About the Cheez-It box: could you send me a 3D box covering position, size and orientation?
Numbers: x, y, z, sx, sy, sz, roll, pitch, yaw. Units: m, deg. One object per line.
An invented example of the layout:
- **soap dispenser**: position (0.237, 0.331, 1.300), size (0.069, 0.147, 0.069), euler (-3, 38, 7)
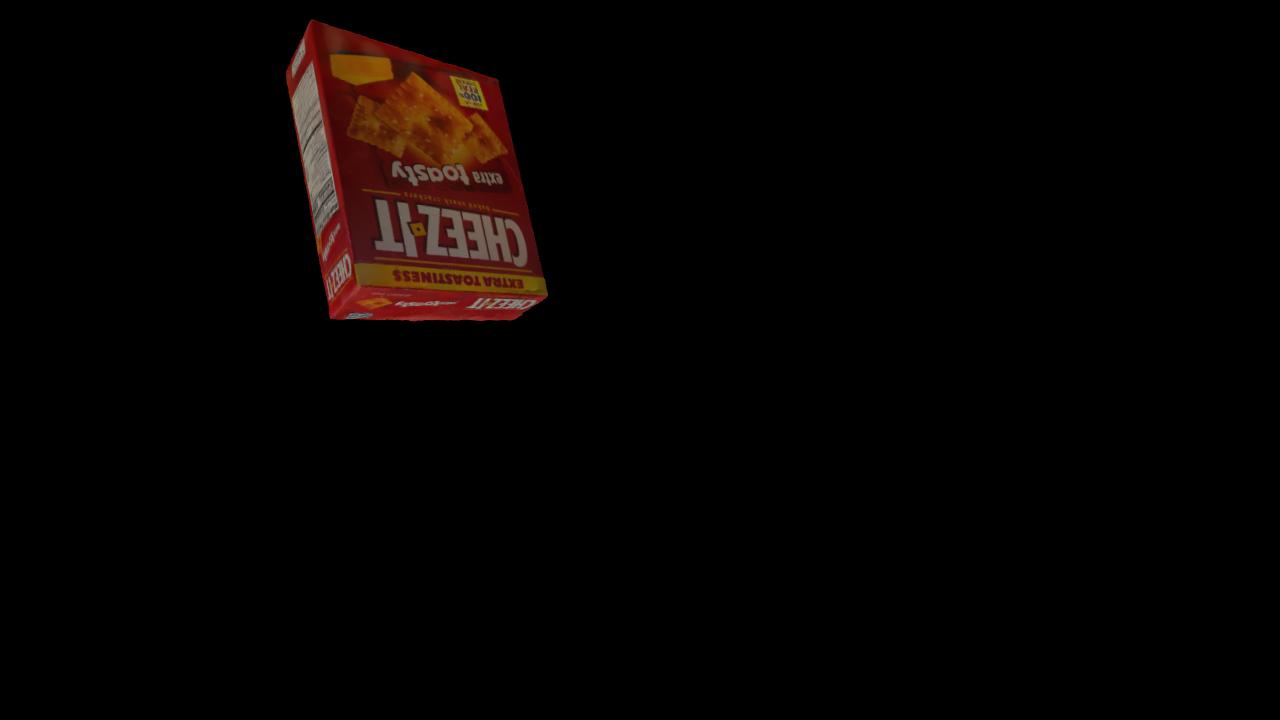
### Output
- **Cheez-It box**: position (-0.182, -0.145, 0.512), size (0.166, 0.223, 0.071), euler (-3, -16, -45)
